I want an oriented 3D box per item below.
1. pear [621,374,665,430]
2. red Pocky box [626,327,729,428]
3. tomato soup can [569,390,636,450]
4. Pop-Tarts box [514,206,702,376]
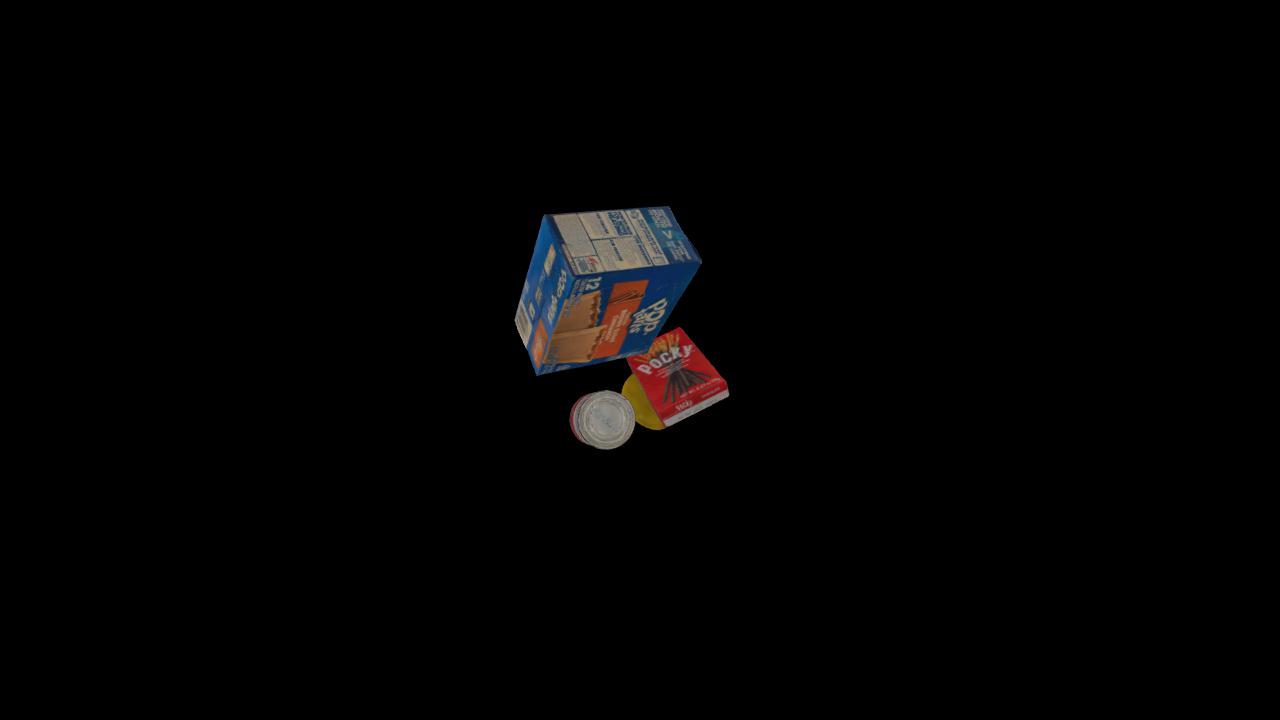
[{"bbox_3d":[0.026,0.029,0.766,0.080,0.111,0.080,31,6,-3],"label":"pear"},{"bbox_3d":[0.039,0.015,0.729,0.083,0.028,0.155,-27,30,-3],"label":"red Pocky box"},{"bbox_3d":[-0.045,0.070,0.724,0.068,0.068,0.101,0,-5,-11],"label":"tomato soup can"},{"bbox_3d":[-0.040,-0.069,0.641,0.141,0.083,0.167,-12,-27,-29],"label":"Pop-Tarts box"}]
